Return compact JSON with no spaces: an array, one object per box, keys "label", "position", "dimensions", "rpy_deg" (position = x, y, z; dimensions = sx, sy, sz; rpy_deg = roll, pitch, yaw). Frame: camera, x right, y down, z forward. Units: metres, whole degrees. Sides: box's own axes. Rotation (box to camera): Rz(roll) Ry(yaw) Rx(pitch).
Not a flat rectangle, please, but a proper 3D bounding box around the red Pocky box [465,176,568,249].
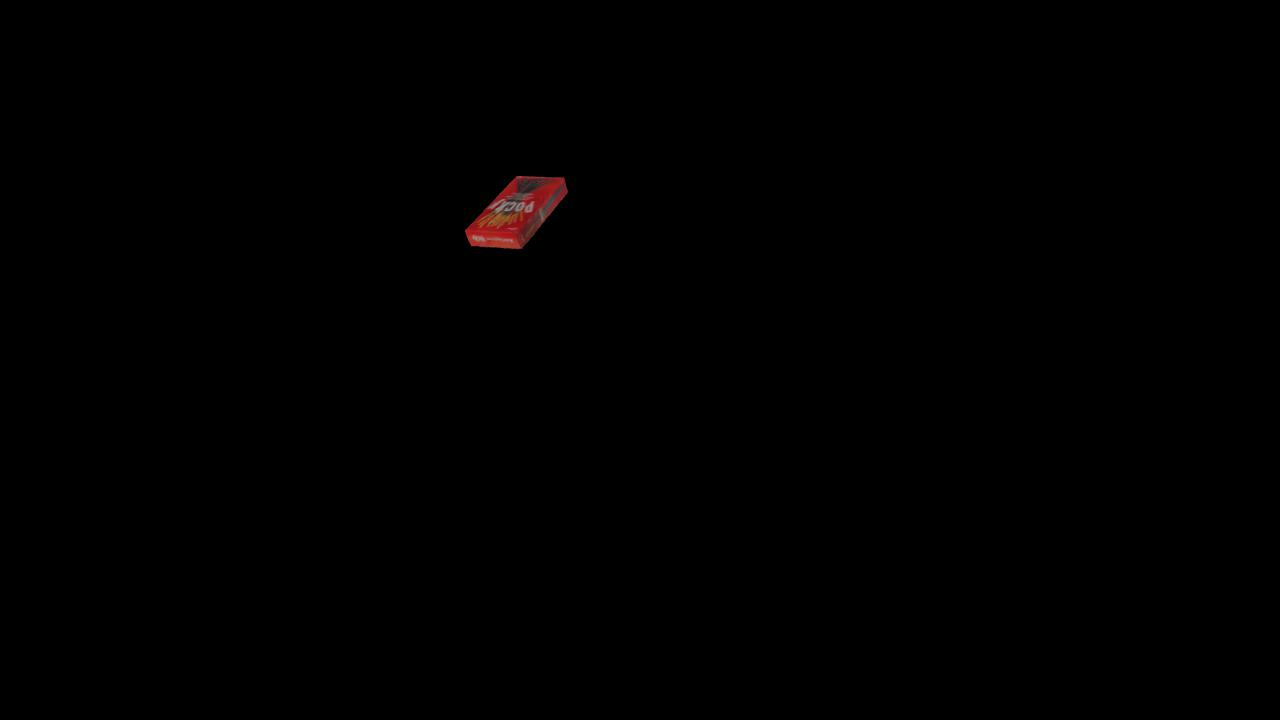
[{"label":"red Pocky box","position":[-0.168,-0.208,0.855],"dimensions":[0.083,0.028,0.155],"rpy_deg":[8,45,19]}]
